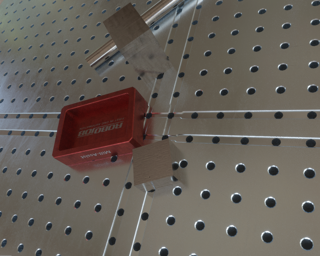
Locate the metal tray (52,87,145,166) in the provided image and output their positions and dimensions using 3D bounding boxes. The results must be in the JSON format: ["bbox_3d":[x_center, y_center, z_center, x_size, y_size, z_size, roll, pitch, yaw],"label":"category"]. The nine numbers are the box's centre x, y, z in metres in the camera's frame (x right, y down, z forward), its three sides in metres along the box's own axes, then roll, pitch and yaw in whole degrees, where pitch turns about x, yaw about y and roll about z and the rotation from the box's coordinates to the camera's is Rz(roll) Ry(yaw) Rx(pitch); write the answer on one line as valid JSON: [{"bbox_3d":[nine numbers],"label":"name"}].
[{"bbox_3d":[-0.088,-0.002,0.450,0.130,0.030,0.090,-13,56,20],"label":"metal tray"}]

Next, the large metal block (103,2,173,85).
[{"bbox_3d":[-0.033,-0.126,0.466,0.050,0.080,0.080,-34,52,6],"label":"large metal block"}]

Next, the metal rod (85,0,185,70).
[{"bbox_3d":[-0.002,-0.201,0.530,0.300,0.025,0.025,-37,51,3],"label":"metal rod"}]

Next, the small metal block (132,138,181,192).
[{"bbox_3d":[-0.005,0.046,0.381,0.050,0.025,0.050,-18,55,17],"label":"small metal block"}]
